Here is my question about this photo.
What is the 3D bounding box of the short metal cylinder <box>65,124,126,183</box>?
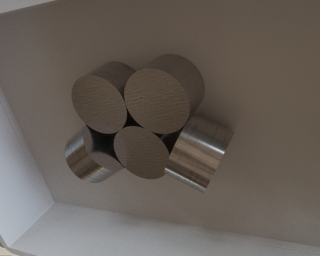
[{"bbox_3d":[-0.084,0.031,0.435,0.050,0.080,0.080,-34,99,38],"label":"short metal cylinder"}]

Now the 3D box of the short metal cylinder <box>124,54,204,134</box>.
[{"bbox_3d":[0.006,-0.040,0.363,0.080,0.050,0.079,13,124,21],"label":"short metal cylinder"}]

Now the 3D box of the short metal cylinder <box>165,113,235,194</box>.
[{"bbox_3d":[0.047,0.029,0.364,0.050,0.080,0.079,26,128,12],"label":"short metal cylinder"}]

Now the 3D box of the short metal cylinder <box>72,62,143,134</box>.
[{"bbox_3d":[-0.065,-0.039,0.401,0.080,0.050,0.079,13,124,21],"label":"short metal cylinder"}]

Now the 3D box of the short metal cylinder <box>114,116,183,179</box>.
[{"bbox_3d":[-0.013,0.021,0.410,0.080,0.050,0.079,13,124,21],"label":"short metal cylinder"}]
